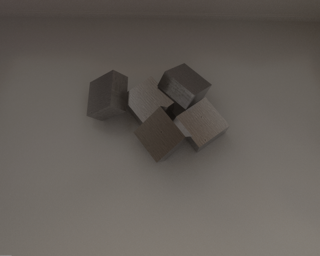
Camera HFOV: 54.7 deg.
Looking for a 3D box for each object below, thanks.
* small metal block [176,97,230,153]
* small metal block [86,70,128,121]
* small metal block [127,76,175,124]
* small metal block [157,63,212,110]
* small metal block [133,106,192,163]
[{"bbox_3d":[0.055,-0.004,0.410,0.050,0.025,0.050,-34,74,-12],"label":"small metal block"},{"bbox_3d":[-0.069,-0.042,0.408,0.050,0.025,0.050,-17,63,40],"label":"small metal block"},{"bbox_3d":[-0.016,-0.034,0.420,0.050,0.025,0.050,-36,74,-13],"label":"small metal block"},{"bbox_3d":[0.034,-0.057,0.417,0.050,0.025,0.050,41,40,13],"label":"small metal block"},{"bbox_3d":[0.003,0.008,0.393,0.050,0.025,0.050,-44,73,18],"label":"small metal block"}]
